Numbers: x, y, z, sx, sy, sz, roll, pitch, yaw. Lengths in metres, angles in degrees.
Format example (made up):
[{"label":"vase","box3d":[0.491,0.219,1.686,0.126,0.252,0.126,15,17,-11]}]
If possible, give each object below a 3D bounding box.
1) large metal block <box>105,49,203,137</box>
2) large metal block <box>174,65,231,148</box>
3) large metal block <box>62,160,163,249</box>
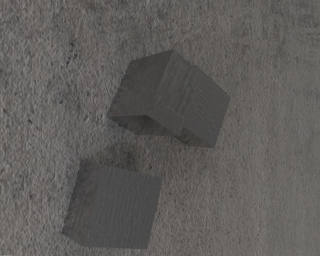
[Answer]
[{"label":"large metal block","box3d":[-0.008,-0.038,0.362,0.050,0.080,0.080,33,70,-35]},{"label":"large metal block","box3d":[0.044,-0.027,0.425,0.080,0.050,0.080,34,69,-35]},{"label":"large metal block","box3d":[-0.051,0.086,0.346,0.080,0.050,0.080,21,77,-38]}]
